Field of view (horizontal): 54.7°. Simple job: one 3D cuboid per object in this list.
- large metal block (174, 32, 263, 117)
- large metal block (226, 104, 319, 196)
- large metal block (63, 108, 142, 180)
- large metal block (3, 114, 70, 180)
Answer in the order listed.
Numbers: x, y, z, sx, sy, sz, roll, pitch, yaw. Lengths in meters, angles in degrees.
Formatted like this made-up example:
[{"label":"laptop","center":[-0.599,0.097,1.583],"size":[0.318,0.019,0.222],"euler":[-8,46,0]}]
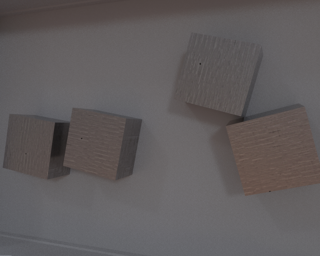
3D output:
[{"label":"large metal block","center":[0.071,-0.062,0.372],"size":[0.080,0.050,0.080],"euler":[17,95,19]},{"label":"large metal block","center":[0.126,0.023,0.347],"size":[0.080,0.050,0.080],"euler":[-15,93,19]},{"label":"large metal block","center":[-0.078,0.019,0.425],"size":[0.080,0.050,0.080],"euler":[12,94,19]},{"label":"large metal block","center":[-0.178,0.025,0.460],"size":[0.080,0.050,0.079],"euler":[10,93,19]}]
